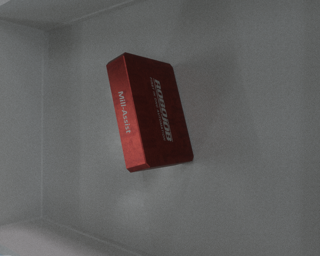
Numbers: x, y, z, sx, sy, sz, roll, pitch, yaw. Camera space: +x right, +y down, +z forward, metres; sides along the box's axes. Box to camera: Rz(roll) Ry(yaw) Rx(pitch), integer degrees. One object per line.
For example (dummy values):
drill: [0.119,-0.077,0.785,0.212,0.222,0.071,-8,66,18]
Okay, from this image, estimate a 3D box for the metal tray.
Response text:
metal tray: [-0.010,-0.018,0.370,0.030,0.091,0.129,-20,78,37]
